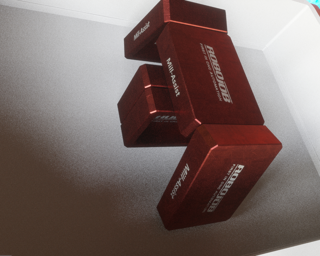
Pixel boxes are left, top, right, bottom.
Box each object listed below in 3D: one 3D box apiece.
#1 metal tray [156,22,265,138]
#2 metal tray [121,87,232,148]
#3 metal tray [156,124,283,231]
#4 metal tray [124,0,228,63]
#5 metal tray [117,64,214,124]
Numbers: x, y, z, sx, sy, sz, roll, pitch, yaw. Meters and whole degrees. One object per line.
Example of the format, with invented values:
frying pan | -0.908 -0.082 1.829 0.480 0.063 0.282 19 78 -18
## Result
metal tray | 0.054 -0.053 0.346 0.091 0.030 0.130 1 61 -28
metal tray | 0.028 -0.009 0.383 0.131 0.090 0.030 1 62 -28
metal tray | 0.060 0.055 0.333 0.091 0.129 0.030 1 40 -29
metal tray | 0.016 -0.124 0.420 0.091 0.130 0.030 1 82 -28
metal tray | 0.022 -0.036 0.396 0.131 0.090 0.030 1 62 -28
